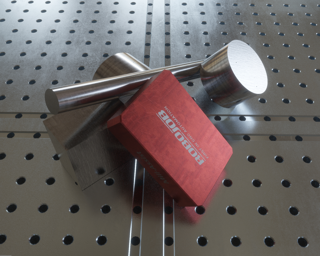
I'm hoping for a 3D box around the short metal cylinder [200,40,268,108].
[{"bbox_3d":[0.102,-0.073,0.429,0.081,0.050,0.080,17,60,-33],"label":"short metal cylinder"}]

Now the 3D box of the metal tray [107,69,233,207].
[{"bbox_3d":[0.017,0.012,0.343,0.130,0.030,0.090,49,55,-15],"label":"metal tray"}]

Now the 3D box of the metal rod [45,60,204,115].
[{"bbox_3d":[0.001,-0.064,0.392,0.025,0.025,0.302,39,39,27],"label":"metal rod"}]

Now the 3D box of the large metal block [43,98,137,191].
[{"bbox_3d":[-0.076,0.014,0.359,0.081,0.080,0.050,-33,58,-25],"label":"large metal block"}]

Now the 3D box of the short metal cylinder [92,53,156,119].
[{"bbox_3d":[-0.044,-0.053,0.416,0.080,0.080,0.050,-36,59,-27],"label":"short metal cylinder"}]
